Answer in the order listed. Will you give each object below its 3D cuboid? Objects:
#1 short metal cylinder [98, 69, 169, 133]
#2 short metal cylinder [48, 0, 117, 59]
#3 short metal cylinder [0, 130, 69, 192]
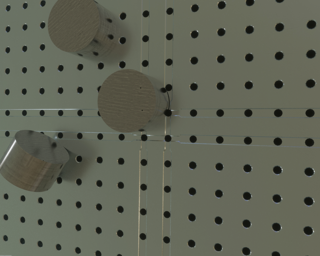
[{"bbox_3d":[-0.034,-0.034,0.410,0.080,0.050,0.079,0,90,19],"label":"short metal cylinder"},{"bbox_3d":[-0.108,-0.141,0.436,0.080,0.050,0.079,0,90,19],"label":"short metal cylinder"},{"bbox_3d":[-0.180,0.046,0.445,0.080,0.080,0.050,37,102,16],"label":"short metal cylinder"}]
